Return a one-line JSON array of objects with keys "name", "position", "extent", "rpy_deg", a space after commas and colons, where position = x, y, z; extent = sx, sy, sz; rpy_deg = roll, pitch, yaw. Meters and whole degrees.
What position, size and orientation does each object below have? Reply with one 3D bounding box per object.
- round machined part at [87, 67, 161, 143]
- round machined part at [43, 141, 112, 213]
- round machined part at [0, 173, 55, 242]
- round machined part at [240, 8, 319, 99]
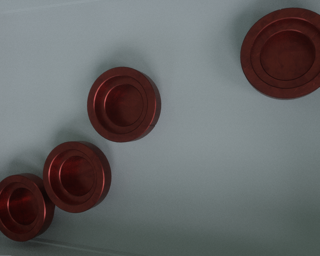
[{"name": "round machined part", "position": [-0.044, -0.030, 0.416], "extent": [0.098, 0.042, 0.097], "rpy_deg": [0, 90, 19]}, {"name": "round machined part", "position": [-0.112, 0.067, 0.440], "extent": [0.098, 0.042, 0.097], "rpy_deg": [0, 90, 19]}, {"name": "round machined part", "position": [-0.200, 0.117, 0.470], "extent": [0.098, 0.042, 0.097], "rpy_deg": [0, 90, 19]}, {"name": "round machined part", "position": [0.143, -0.080, 0.351], "extent": [0.098, 0.042, 0.097], "rpy_deg": [0, 90, 19]}]
